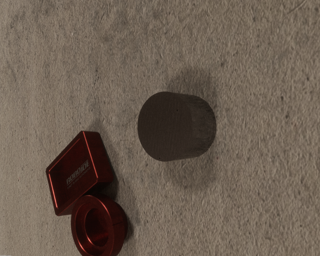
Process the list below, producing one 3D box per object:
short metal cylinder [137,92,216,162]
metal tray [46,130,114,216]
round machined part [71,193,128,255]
[{"bbox_3d":[0.020,-0.002,0.371,0.080,0.050,0.079,0,90,39],"label":"short metal cylinder"},{"bbox_3d":[-0.135,0.075,0.503,0.129,0.030,0.090,-41,59,32],"label":"metal tray"},{"bbox_3d":[-0.086,0.146,0.463,0.098,0.042,0.097,0,90,39],"label":"round machined part"}]
